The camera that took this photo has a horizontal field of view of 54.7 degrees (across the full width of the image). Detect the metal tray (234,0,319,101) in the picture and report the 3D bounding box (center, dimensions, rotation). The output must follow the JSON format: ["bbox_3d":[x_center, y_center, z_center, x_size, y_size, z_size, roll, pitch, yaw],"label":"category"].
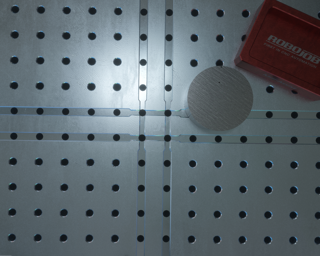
[{"bbox_3d":[0.178,-0.103,0.413,0.131,0.030,0.090,24,90,-1],"label":"metal tray"}]

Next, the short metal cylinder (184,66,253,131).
[{"bbox_3d":[0.073,-0.036,0.402,0.081,0.050,0.079,0,90,-1],"label":"short metal cylinder"}]
